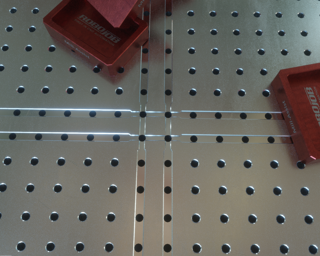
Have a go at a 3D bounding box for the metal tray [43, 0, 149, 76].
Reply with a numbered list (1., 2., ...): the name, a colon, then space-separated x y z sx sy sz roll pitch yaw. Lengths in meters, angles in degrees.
1. metal tray: -0.094 -0.148 0.461 0.130 0.030 0.090 35 73 11

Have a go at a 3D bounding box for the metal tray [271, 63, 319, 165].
1. metal tray: 0.218 -0.023 0.420 0.091 0.030 0.129 -11 70 -5

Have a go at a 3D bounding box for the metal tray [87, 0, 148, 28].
1. metal tray: -0.046 -0.213 0.418 0.090 0.030 0.129 46 118 6
